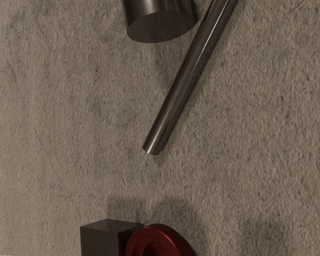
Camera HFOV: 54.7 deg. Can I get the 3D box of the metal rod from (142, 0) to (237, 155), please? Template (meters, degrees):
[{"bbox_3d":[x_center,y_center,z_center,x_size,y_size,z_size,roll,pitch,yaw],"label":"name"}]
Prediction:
[{"bbox_3d":[0.049,-0.097,0.362,0.025,0.025,0.298,39,114,32],"label":"metal rod"}]

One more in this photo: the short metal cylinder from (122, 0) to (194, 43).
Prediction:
[{"bbox_3d":[-0.003,-0.142,0.370,0.080,0.081,0.050,-16,80,38],"label":"short metal cylinder"}]

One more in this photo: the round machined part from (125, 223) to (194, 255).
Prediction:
[{"bbox_3d":[0.005,0.169,0.388,0.098,0.042,0.097,0,90,39],"label":"round machined part"}]

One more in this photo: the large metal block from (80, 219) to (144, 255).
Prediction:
[{"bbox_3d":[-0.067,0.179,0.441,0.080,0.050,0.080,-7,86,39],"label":"large metal block"}]
